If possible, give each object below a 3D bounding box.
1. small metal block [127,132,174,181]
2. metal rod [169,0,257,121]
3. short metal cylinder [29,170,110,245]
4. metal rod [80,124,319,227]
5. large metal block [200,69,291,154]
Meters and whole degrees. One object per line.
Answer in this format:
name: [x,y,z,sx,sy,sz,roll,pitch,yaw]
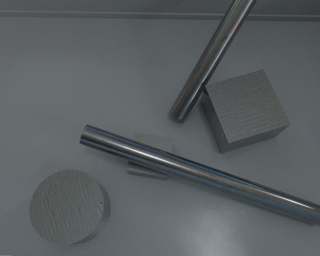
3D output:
small metal block: [-0.011,0.037,0.396,0.050,0.025,0.050,10,70,3]
metal rod: [0.095,-0.141,0.382,0.025,0.025,0.298,33,104,10]
short metal cylinder: [-0.102,0.093,0.361,0.081,0.050,0.080,0,70,0]
metal rod: [0.053,0.057,0.369,0.302,0.025,0.025,19,71,-2]
large metal block: [0.107,-0.021,0.405,0.081,0.050,0.080,-16,71,-6]
